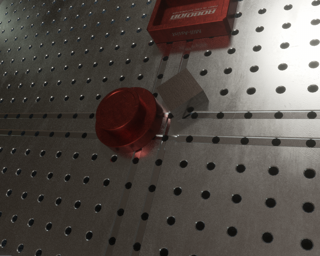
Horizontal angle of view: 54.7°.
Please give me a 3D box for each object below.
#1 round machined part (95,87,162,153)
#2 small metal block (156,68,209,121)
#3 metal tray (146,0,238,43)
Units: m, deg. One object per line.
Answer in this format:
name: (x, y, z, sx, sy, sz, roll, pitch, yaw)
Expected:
round machined part: (-0.050, -0.018, 0.433, 0.098, 0.042, 0.098, -13, 56, 20)
small metal block: (0.030, -0.046, 0.420, 0.050, 0.025, 0.050, -33, 52, 6)
metal tray: (0.051, -0.184, 0.489, 0.130, 0.030, 0.090, 1, 62, 28)
